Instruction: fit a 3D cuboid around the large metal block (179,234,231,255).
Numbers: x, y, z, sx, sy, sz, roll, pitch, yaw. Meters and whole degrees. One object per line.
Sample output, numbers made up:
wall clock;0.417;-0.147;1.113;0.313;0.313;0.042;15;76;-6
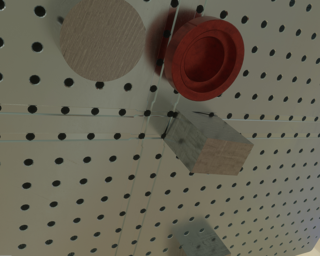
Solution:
large metal block;0.084;0.264;0.604;0.081;0.050;0.079;-9;123;-24

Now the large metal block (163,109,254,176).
large metal block;0.064;0.019;0.422;0.081;0.080;0.050;9;114;-32

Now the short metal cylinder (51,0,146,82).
short metal cylinder;-0.061;-0.092;0.305;0.081;0.050;0.079;-14;124;-21

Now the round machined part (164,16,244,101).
round machined part;0.049;-0.085;0.374;0.099;0.042;0.097;-14;124;-21
